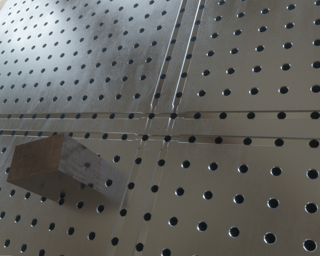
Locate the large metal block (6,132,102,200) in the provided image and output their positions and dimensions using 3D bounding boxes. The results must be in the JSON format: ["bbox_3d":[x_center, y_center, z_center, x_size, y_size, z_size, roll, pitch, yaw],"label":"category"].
[{"bbox_3d":[-0.136,0.054,0.413,0.080,0.080,0.050,-14,56,20],"label":"large metal block"}]
